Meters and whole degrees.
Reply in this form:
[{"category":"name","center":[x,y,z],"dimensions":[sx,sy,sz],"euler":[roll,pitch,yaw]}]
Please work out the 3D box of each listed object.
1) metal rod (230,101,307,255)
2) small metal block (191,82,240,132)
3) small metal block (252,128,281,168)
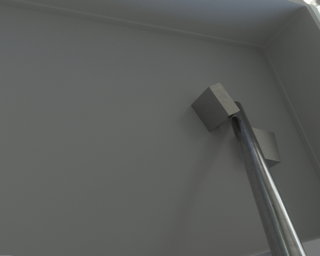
[{"category":"metal rod","center":[0.109,0.038,0.361],"dimensions":[0.025,0.025,0.300],"euler":[29,26,-10]},{"category":"small metal block","center":[0.080,-0.030,0.453],"dimensions":[0.025,0.050,0.050],"euler":[-24,75,-37]},{"category":"small metal block","center":[0.151,0.030,0.471],"dimensions":[0.050,0.025,0.050],"euler":[12,57,-22]}]
